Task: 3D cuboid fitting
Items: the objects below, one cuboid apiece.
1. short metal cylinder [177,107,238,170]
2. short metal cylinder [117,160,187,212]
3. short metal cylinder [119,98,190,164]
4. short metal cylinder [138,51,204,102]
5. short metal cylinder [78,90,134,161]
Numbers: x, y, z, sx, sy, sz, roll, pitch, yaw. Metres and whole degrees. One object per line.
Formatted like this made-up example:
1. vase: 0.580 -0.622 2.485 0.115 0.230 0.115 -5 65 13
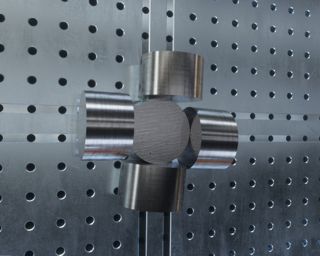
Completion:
1. short metal cylinder: 0.058 0.014 0.405 0.050 0.080 0.080 4 89 -20
2. short metal cylinder: -0.010 0.068 0.378 0.081 0.080 0.050 6 88 -20
3. short metal cylinder: -0.009 0.004 0.396 0.081 0.050 0.080 0 90 -21
4. short metal cylinder: 0.014 -0.061 0.388 0.081 0.080 0.050 3 89 -20
5. short metal cylinder: -0.065 -0.002 0.359 0.050 0.080 0.080 2 90 -21
